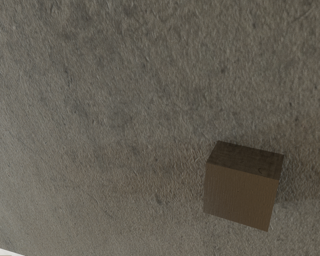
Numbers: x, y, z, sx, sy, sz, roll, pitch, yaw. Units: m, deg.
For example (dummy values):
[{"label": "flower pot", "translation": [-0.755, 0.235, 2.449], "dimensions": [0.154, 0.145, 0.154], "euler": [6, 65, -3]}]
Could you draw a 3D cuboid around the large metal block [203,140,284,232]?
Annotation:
[{"label": "large metal block", "translation": [0.101, 0.070, 0.381], "dimensions": [0.080, 0.050, 0.080], "euler": [12, 124, 21]}]
